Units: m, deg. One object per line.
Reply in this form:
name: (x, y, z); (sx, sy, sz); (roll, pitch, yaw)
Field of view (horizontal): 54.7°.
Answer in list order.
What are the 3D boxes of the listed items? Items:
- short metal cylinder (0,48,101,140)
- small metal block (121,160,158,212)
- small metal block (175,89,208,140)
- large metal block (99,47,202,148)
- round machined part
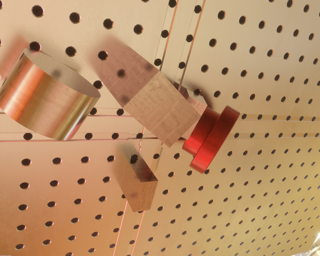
short metal cylinder: (-0.105, -0.032, 0.299); (0.080, 0.080, 0.050); (28, 103, -38)
small metal block: (-0.030, 0.079, 0.429); (0.025, 0.050, 0.050); (0, 118, -29)
small metal block: (0.035, -0.019, 0.400); (0.025, 0.050, 0.050); (26, 106, -7)
large metal block: (-0.012, -0.035, 0.349); (0.050, 0.080, 0.080); (-45, 130, 3)
round machined part: (0.065, 0.010, 0.422); (0.098, 0.042, 0.098); (-56, 171, -14)
